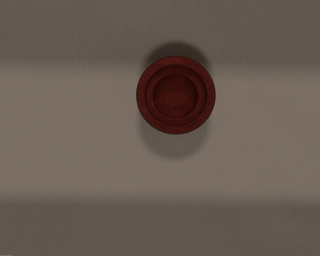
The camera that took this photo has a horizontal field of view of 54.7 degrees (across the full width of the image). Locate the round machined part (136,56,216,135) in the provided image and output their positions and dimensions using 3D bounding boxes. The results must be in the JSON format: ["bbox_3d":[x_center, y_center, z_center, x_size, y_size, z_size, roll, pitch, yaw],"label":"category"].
[{"bbox_3d":[0.020,-0.041,0.403,0.099,0.042,0.097,0,90,-1],"label":"round machined part"}]
